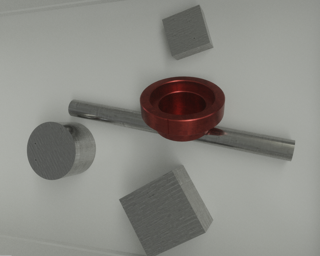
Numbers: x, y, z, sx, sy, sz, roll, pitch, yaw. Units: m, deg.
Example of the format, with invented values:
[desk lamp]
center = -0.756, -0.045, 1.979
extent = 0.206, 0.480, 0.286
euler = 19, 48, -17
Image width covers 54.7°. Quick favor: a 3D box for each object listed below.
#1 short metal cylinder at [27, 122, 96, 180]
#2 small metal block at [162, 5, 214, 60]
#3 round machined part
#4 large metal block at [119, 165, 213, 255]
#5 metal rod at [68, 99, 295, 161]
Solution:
[short metal cylinder]
center = -0.141, 0.031, 0.445
extent = 0.080, 0.050, 0.079
euler = 0, 90, 19
[small metal block]
center = 0.036, -0.121, 0.397
extent = 0.050, 0.025, 0.050
euler = -16, 85, 19
[round machined part]
center = 0.027, -0.020, 0.372
extent = 0.098, 0.098, 0.042
euler = 12, 130, 19
[large metal block]
center = 0.009, 0.104, 0.393
extent = 0.080, 0.050, 0.080
euler = -31, 80, 17
[metal rod]
center = 0.013, -0.002, 0.405
extent = 0.301, 0.025, 0.025
euler = 11, 94, 19
